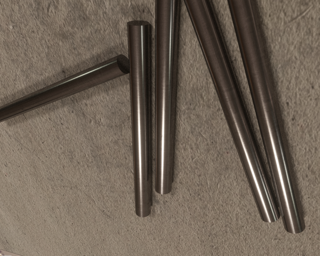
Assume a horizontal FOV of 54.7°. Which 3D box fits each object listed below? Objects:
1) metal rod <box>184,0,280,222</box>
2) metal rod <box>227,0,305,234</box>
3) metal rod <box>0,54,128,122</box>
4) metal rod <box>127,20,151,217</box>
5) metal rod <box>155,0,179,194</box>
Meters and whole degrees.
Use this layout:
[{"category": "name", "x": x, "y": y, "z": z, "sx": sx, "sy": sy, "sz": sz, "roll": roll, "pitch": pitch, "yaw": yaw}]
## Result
[{"category": "metal rod", "x": 0.086, "y": -0.015, "z": 0.351, "sx": 0.025, "sy": 0.025, "sz": 0.299, "roll": -11, "pitch": 113, "yaw": 32}, {"category": "metal rod", "x": 0.121, "y": -0.005, "z": 0.339, "sx": 0.025, "sy": 0.025, "sz": 0.298, "roll": -8, "pitch": 115, "yaw": 31}, {"category": "metal rod", "x": -0.166, "y": -0.049, "z": 0.461, "sx": 0.300, "sy": 0.025, "sz": 0.025, "roll": -13, "pitch": 112, "yaw": 33}, {"category": "metal rod", "x": -0.026, "y": 0.009, "z": 0.424, "sx": 0.025, "sy": 0.025, "sz": 0.298, "roll": 14, "pitch": 124, "yaw": 20}, {"category": "metal rod", "x": 0.006, "y": -0.037, "z": 0.379, "sx": 0.025, "sy": 0.025, "sz": 0.298, "roll": 14, "pitch": 124, "yaw": 20}]
